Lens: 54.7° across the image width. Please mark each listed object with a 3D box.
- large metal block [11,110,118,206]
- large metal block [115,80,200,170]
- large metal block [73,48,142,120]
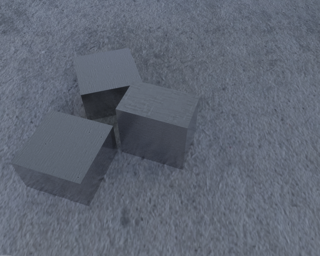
[{"bbox_3d":[-0.105,0.033,0.358,0.080,0.050,0.080,14,51,11],"label":"large metal block"},{"bbox_3d":[-0.002,-0.003,0.370,0.080,0.080,0.050,15,52,12],"label":"large metal block"},{"bbox_3d":[-0.072,-0.063,0.439,0.081,0.050,0.080,-13,51,-11],"label":"large metal block"}]
